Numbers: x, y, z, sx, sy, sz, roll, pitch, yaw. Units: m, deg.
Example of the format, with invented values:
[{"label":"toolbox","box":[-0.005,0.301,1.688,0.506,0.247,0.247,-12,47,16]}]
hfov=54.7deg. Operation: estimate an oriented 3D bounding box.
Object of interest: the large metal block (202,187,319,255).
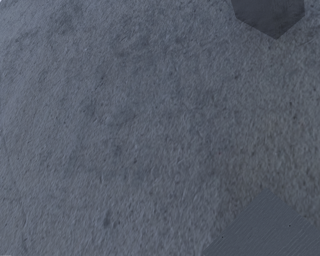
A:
[{"label":"large metal block","box":[0.099,0.113,0.266,0.080,0.050,0.080,-45,51,-3]}]

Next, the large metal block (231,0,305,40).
[{"label":"large metal block","box":[0.136,-0.175,0.404,0.050,0.080,0.080,-41,51,0]}]
